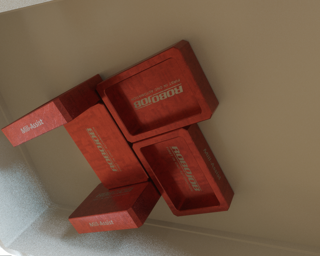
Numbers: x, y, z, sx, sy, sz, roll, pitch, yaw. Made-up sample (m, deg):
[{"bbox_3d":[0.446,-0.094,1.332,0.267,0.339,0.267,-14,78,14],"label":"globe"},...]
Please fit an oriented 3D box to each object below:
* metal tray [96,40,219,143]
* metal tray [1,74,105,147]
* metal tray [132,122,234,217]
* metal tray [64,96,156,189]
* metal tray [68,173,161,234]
[{"bbox_3d":[-0.006,-0.039,0.381,0.130,0.030,0.090,-18,109,34],"label":"metal tray"},{"bbox_3d":[-0.141,-0.023,0.420,0.130,0.090,0.030,-19,108,35],"label":"metal tray"},{"bbox_3d":[0.032,0.058,0.421,0.090,0.030,0.130,-19,109,35],"label":"metal tray"},{"bbox_3d":[-0.074,0.024,0.454,0.090,0.030,0.130,-19,109,35],"label":"metal tray"},{"bbox_3d":[-0.063,0.111,0.463,0.130,0.090,0.030,-18,109,35],"label":"metal tray"}]
